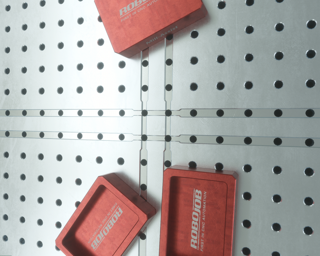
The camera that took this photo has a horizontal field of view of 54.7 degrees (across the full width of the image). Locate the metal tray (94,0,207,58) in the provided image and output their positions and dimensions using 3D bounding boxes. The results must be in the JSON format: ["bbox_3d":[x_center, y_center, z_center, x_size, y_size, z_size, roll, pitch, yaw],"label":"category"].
[{"bbox_3d":[-0.015,-0.164,0.414,0.130,0.030,0.090,-24,82,18],"label":"metal tray"}]

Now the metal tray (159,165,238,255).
[{"bbox_3d":[0.048,0.117,0.392,0.090,0.030,0.129,3,91,19],"label":"metal tray"}]

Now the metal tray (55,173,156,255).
[{"bbox_3d":[-0.079,0.140,0.436,0.090,0.030,0.129,38,102,15],"label":"metal tray"}]
